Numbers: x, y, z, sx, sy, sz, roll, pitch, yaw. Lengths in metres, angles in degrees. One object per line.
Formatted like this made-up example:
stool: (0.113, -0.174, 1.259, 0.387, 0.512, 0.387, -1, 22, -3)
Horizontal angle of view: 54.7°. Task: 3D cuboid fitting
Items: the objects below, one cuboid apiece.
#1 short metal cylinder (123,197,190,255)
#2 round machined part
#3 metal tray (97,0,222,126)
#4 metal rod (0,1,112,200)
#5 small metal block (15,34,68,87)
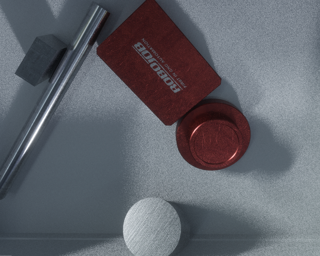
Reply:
short metal cylinder: (-0.003, 0.139, 0.427, 0.080, 0.050, 0.080, -6, 70, 17)
round machined part: (0.071, 0.014, 0.408, 0.099, 0.042, 0.097, 0, 110, -1)
metal tray: (0.000, -0.078, 0.380, 0.090, 0.030, 0.130, -40, 106, 13)
metal rod: (-0.150, -0.023, 0.400, 0.025, 0.025, 0.299, 32, 107, -12)
small metal block: (-0.138, -0.081, 0.366, 0.025, 0.050, 0.050, 35, 106, -12)
